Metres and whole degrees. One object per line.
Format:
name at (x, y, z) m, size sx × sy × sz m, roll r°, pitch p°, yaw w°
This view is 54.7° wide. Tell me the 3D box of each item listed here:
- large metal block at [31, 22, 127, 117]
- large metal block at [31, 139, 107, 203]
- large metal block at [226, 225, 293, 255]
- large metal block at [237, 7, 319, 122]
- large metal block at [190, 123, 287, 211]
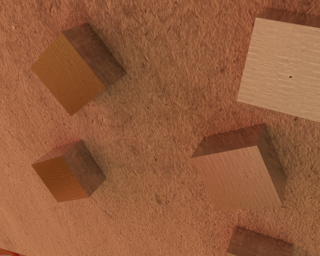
large metal block at (-0.104, -0.074, 0.400) m, size 0.080 × 0.050 × 0.080 m, roll -30°, pitch 102°, yaw 38°
large metal block at (-0.151, 0.073, 0.515) m, size 0.080 × 0.050 × 0.080 m, roll -17°, pitch 110°, yaw 34°
large metal block at (0.136, 0.196, 0.440) m, size 0.080 × 0.050 × 0.079 m, roll 13°, pitch 124°, yaw 21°
large metal block at (0.124, -0.060, 0.288) m, size 0.080 × 0.050 × 0.079 m, roll 17°, pitch 125°, yaw 18°
large metal block at (0.096, 0.048, 0.370) m, size 0.080 × 0.050 × 0.080 m, roll -16°, pitch 110°, yaw 34°
